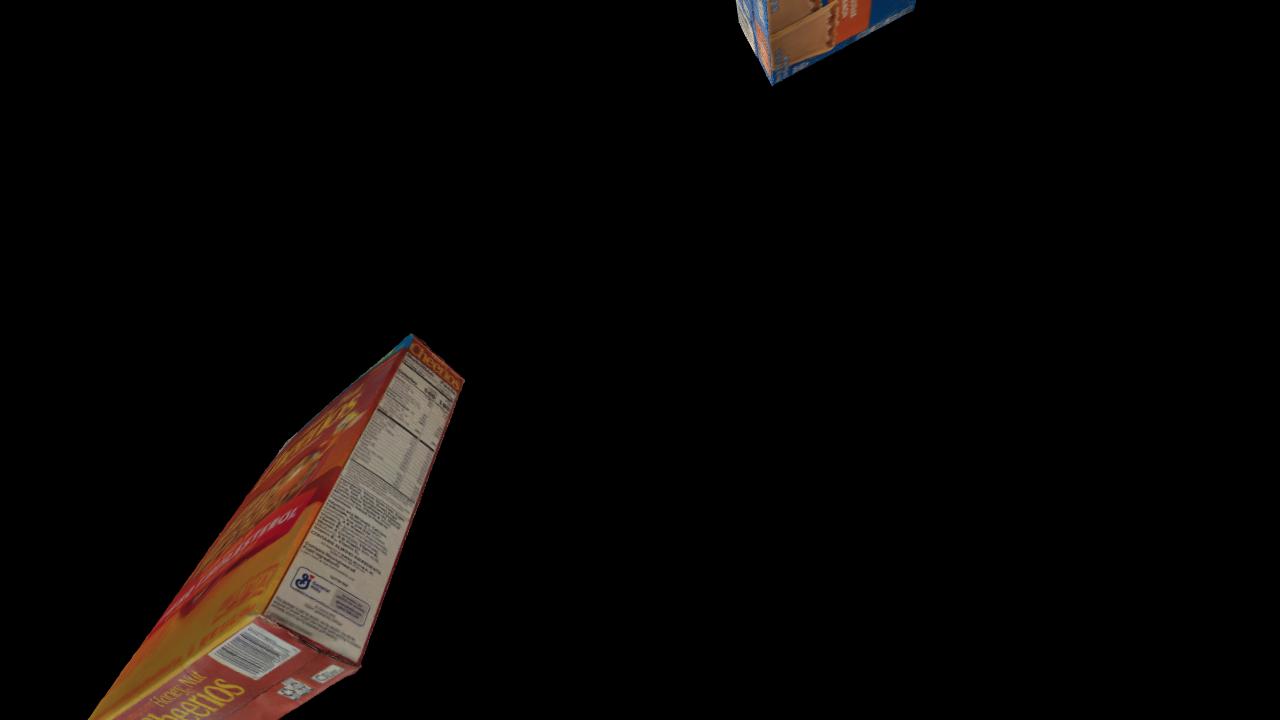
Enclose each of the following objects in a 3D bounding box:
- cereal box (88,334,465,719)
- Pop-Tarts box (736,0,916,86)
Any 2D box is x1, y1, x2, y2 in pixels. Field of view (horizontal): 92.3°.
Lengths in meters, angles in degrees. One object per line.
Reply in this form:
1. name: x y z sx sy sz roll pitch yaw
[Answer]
1. cereal box: -0.261 0.128 0.488 0.203 0.081 0.306 -35 27 18
2. Pop-Tarts box: 0.152 -0.327 0.495 0.141 0.083 0.167 -25 -10 10
